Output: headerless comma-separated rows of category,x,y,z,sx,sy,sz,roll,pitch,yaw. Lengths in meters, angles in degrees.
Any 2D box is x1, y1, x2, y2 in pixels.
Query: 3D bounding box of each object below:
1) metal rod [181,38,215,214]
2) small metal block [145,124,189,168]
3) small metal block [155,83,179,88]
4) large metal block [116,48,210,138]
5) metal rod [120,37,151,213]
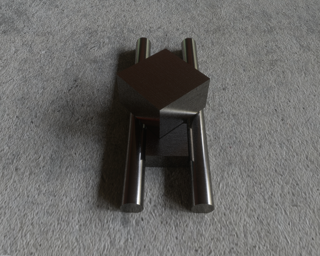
metal rod,0.047,-0.028,0.429,0.025,0.025,0.300,1,50,0
small metal block,0.008,0.021,0.386,0.050,0.025,0.050,1,50,0
small metal block,0.009,-0.068,0.460,0.050,0.025,0.050,1,50,0
large metal block,0.004,-0.047,0.393,0.080,0.050,0.080,-34,58,-25
metal rod,-0.029,-0.028,0.429,0.025,0.025,0.300,1,50,0
